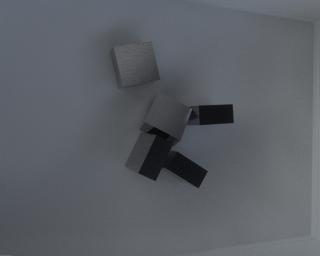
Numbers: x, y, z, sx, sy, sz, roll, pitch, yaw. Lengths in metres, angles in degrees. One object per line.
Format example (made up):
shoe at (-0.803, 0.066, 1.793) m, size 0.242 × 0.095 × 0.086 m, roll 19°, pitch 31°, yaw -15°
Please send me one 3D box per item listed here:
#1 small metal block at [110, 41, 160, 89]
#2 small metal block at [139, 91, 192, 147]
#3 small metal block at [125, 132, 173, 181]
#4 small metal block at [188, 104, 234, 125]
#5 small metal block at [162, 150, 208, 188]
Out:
small metal block at (-0.032, -0.081, 0.399) m, size 0.050 × 0.025 × 0.050 m, roll -15°, pitch 95°, yaw -20°
small metal block at (0.008, -0.012, 0.402) m, size 0.050 × 0.025 × 0.050 m, roll 27°, pitch 60°, yaw -8°
small metal block at (-0.015, 0.035, 0.392) m, size 0.025 × 0.050 × 0.050 m, roll 29°, pitch 81°, yaw -23°
small metal block at (0.064, -0.018, 0.422) m, size 0.050 × 0.050 × 0.025 m, roll -4°, pitch 92°, yaw -20°
small metal block at (0.026, 0.052, 0.408) m, size 0.050 × 0.050 × 0.025 m, roll 34°, pitch 79°, yaw -17°
